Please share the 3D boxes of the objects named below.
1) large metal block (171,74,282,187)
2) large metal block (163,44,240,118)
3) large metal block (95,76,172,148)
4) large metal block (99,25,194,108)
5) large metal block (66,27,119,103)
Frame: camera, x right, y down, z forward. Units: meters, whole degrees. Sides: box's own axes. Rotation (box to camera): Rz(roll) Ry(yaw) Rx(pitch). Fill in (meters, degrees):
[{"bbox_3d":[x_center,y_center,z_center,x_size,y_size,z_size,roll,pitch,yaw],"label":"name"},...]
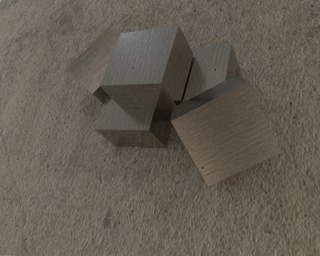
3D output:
[{"bbox_3d":[0.066,0.001,0.325,0.080,0.080,0.050,-27,15,10],"label":"large metal block"},{"bbox_3d":[0.052,-0.056,0.396,0.080,0.050,0.080,0,62,28],"label":"large metal block"},{"bbox_3d":[-0.029,-0.021,0.413,0.080,0.050,0.080,0,62,28],"label":"large metal block"},{"bbox_3d":[-0.014,-0.070,0.371,0.080,0.050,0.080,2,63,29],"label":"large metal block"},{"bbox_3d":[-0.078,-0.086,0.453,0.050,0.080,0.080,44,86,6],"label":"large metal block"}]
